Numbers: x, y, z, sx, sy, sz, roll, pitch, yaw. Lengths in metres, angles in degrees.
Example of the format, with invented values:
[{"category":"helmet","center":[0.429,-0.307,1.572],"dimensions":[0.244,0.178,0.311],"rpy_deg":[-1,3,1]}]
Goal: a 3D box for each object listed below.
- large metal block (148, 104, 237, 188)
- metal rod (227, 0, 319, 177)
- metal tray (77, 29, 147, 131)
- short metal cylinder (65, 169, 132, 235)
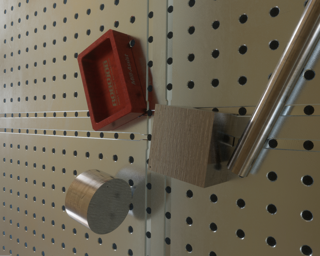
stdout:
[{"category":"large metal block","center":[0.036,0.017,0.363],"dimensions":[0.080,0.050,0.079],"rpy_deg":[12,98,39]},{"category":"metal rod","center":[0.138,-0.085,0.295],"dimensions":[0.025,0.025,0.298],"rpy_deg":[34,111,34]},{"category":"metal tray","center":[-0.076,-0.069,0.468],"dimensions":[0.090,0.030,0.129],"rpy_deg":[-24,75,37]},{"category":"short metal cylinder","center":[-0.087,0.104,0.446],"dimensions":[0.050,0.081,0.079],"rpy_deg":[13,98,39]}]
